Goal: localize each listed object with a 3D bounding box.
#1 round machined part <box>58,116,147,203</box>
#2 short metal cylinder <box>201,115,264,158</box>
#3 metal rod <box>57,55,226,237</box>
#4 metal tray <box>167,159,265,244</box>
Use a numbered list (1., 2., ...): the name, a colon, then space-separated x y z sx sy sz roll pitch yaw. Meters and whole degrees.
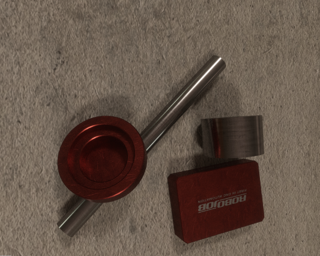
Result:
1. round machined part: -0.063 0.038 0.361 0.099 0.042 0.098 -2 66 5
2. short metal cylinder: 0.097 0.010 0.417 0.081 0.080 0.050 -5 92 -20
3. metal rod: -0.015 0.014 0.404 0.025 0.025 0.301 46 75 -15
4. metal tray: 0.081 0.099 0.438 0.131 0.030 0.089 -9 93 -20
